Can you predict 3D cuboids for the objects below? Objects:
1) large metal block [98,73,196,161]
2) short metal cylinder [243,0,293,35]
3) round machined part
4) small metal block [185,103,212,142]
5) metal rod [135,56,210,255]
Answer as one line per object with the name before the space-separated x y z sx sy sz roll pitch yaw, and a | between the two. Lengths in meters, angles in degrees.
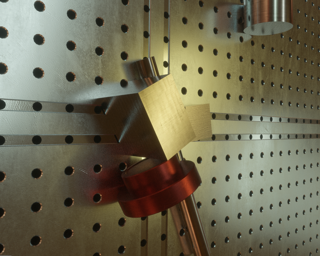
large metal block | -0.016 -0.012 0.362 0.050 0.080 0.080 -36 113 -34
short metal cylinder | 0.185 -0.195 0.531 0.081 0.080 0.050 -2 91 -40
round machined part | -0.006 0.059 0.360 0.099 0.098 0.042 -29 99 -37
small metal block | 0.048 -0.008 0.452 0.050 0.025 0.050 -10 97 -40
metal rod | 0.022 0.051 0.429 0.025 0.025 0.298 -27 107 -37
